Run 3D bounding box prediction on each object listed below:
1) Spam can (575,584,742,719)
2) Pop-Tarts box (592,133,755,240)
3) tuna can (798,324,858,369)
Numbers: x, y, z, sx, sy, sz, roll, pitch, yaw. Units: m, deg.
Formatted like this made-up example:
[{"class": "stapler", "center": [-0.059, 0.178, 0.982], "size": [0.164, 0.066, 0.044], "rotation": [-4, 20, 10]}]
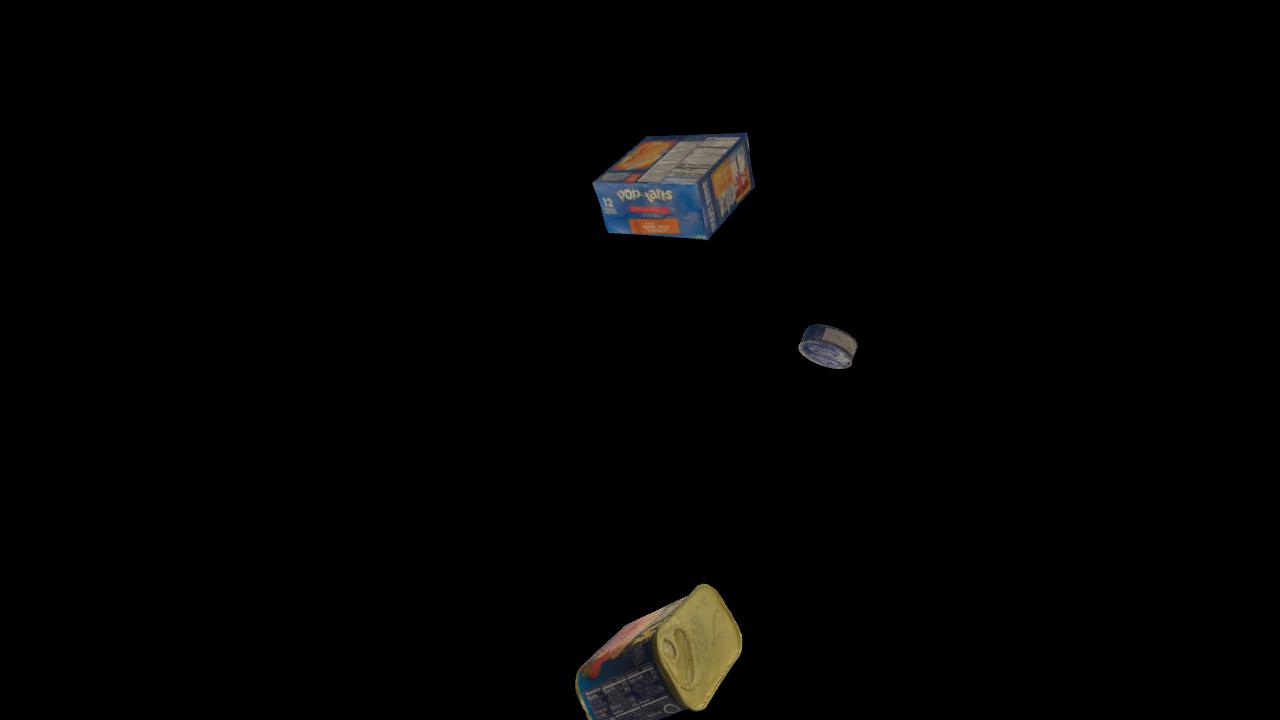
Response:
[{"class": "Spam can", "center": [0.015, 0.219, 0.449], "size": [0.085, 0.058, 0.101], "rotation": [-37, -13, 27]}, {"class": "Pop-Tarts box", "center": [0.048, -0.237, 0.835], "size": [0.167, 0.083, 0.141], "rotation": [12, 47, 35]}, {"class": "tuna can", "center": [0.290, -0.020, 0.949], "size": [0.084, 0.034, 0.084], "rotation": [23, -17, 7]}]
